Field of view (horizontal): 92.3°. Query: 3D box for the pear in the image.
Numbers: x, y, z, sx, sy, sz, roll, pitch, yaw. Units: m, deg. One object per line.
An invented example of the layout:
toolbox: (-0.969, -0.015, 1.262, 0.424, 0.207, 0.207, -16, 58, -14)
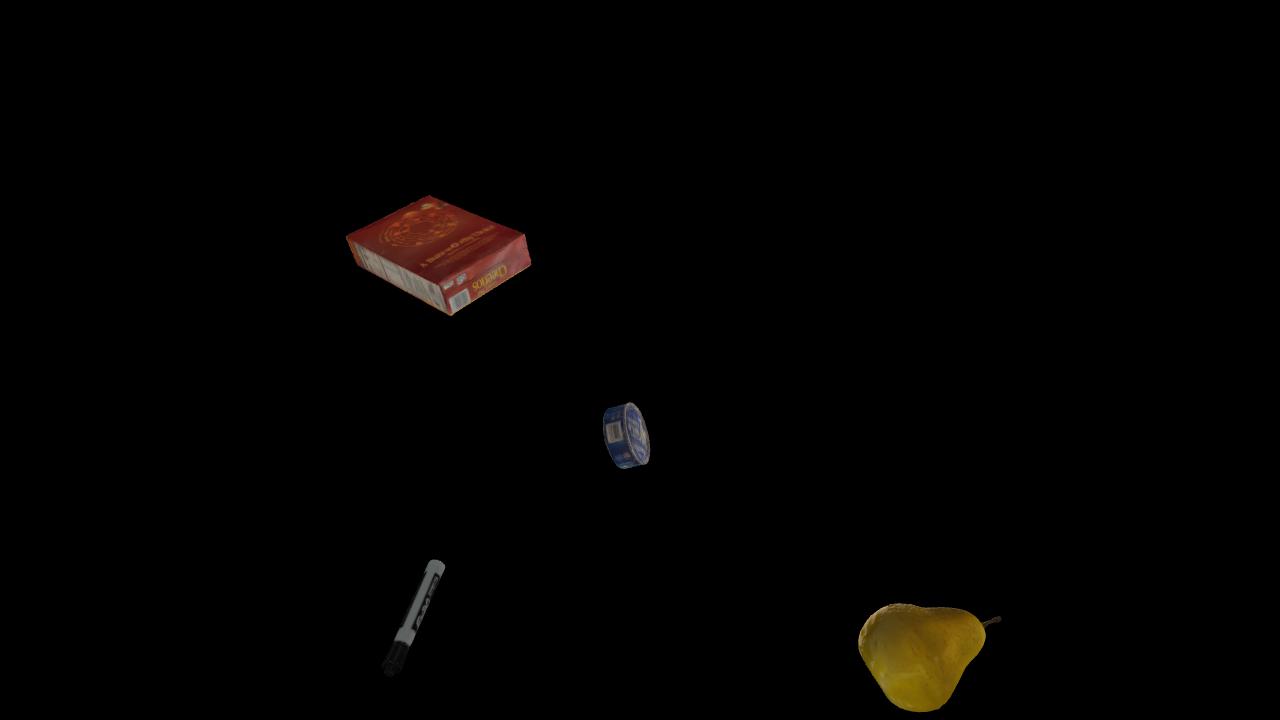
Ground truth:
pear: (0.233, 0.223, 0.484, 0.111, 0.080, 0.080, -32, -3, 5)

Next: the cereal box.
cereal box: (-0.388, -0.211, 1.184, 0.306, 0.081, 0.203, 25, 50, 31)

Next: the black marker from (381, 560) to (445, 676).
black marker: (-0.226, 0.256, 0.616, 0.020, 0.020, 0.121, 0, 34, 7)

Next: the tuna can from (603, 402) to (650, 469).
tuna can: (-0.017, 0.100, 0.809, 0.034, 0.084, 0.084, -17, -5, 16)
